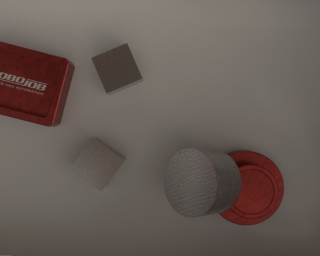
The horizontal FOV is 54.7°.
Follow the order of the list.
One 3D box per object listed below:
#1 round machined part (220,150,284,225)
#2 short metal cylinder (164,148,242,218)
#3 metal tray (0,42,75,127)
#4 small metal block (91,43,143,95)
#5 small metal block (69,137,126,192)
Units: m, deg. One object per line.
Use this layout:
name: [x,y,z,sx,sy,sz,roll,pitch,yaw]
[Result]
round machined part: [0.114,0.079,0.405,0.099,0.042,0.097,0,90,-1]
short metal cylinder: [0.051,0.066,0.379,0.050,0.080,0.080,8,90,-45]
metal tray: [-0.189,-0.060,0.406,0.131,0.030,0.089,14,90,-1]
small metal block: [-0.056,-0.077,0.411,0.050,0.025,0.050,-23,90,-1]
small metal block: [-0.081,0.047,0.410,0.050,0.025,0.050,36,90,-1]
